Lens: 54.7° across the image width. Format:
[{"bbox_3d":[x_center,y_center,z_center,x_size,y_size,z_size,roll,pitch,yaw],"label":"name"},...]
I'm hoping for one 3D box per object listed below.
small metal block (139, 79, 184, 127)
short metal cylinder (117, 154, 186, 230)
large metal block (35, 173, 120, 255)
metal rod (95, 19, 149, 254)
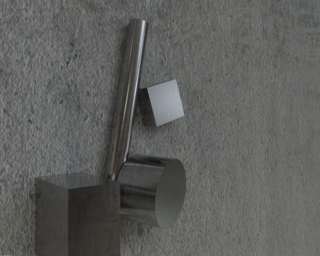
[{"bbox_3d":[0.001,-0.033,0.405,0.050,0.025,0.050,-23,105,-38],"label":"small metal block"},{"bbox_3d":[-0.008,0.073,0.364,0.080,0.050,0.079,-16,108,-61],"label":"short metal cylinder"},{"bbox_3d":[-0.082,0.090,0.301,0.050,0.080,0.079,0,90,-40],"label":"large metal block"},{"bbox_3d":[-0.047,0.018,0.365,0.025,0.025,0.298,13,82,-39],"label":"metal rod"}]
